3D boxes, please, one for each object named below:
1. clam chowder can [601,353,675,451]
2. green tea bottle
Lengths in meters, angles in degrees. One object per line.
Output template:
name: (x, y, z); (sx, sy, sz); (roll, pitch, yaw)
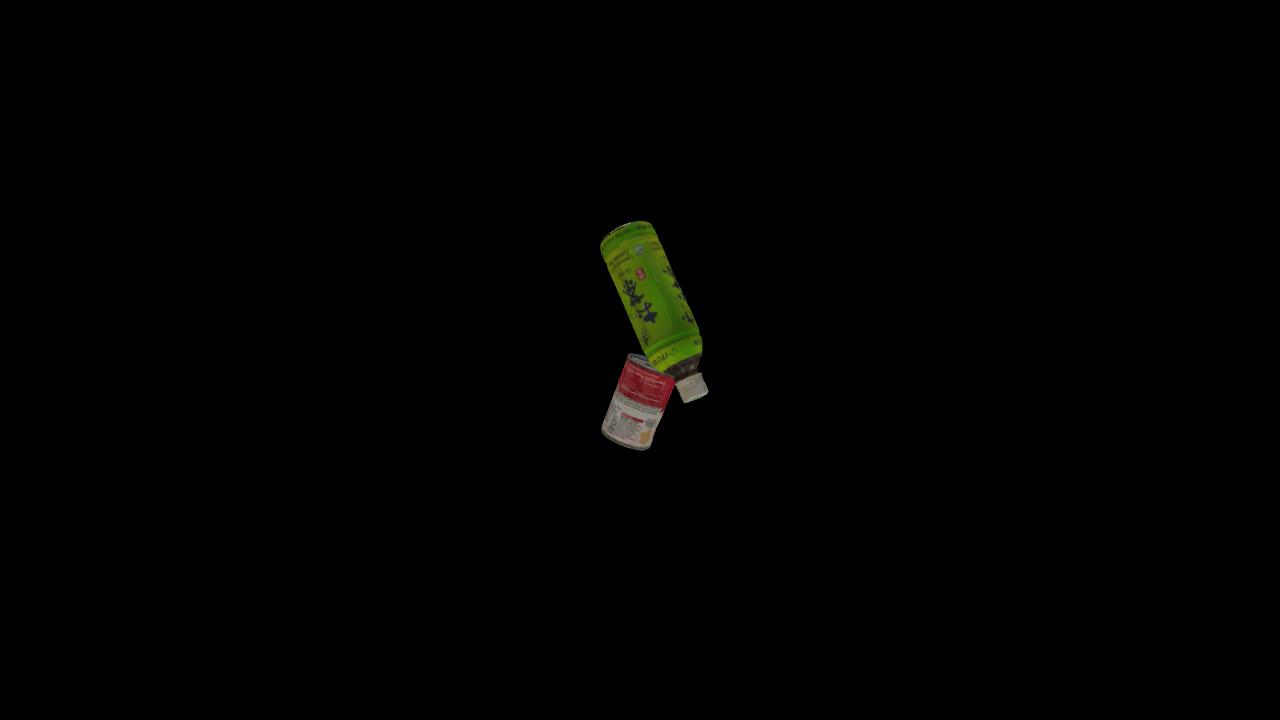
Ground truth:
clam chowder can: (-0.001, 0.051, 0.757); (0.068, 0.102, 0.068); (20, 10, -4)
green tea bottle: (0.023, -0.053, 0.706); (0.073, 0.212, 0.073); (-23, -9, -4)
